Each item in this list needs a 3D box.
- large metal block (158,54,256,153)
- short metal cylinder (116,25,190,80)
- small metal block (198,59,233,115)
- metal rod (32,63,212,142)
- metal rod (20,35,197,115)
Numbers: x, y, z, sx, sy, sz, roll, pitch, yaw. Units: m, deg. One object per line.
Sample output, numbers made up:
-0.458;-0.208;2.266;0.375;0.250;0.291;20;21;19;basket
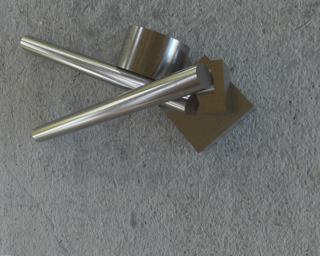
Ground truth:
0.057;-0.027;0.375;0.080;0.050;0.080;-43;76;16;large metal block
-0.009;-0.087;0.385;0.080;0.080;0.050;22;97;18;short metal cylinder
0.057;-0.040;0.320;0.025;0.050;0.050;-4;89;20;small metal block
-0.072;-0.019;0.378;0.300;0.025;0.025;-14;85;40;metal rod
-0.086;-0.079;0.409;0.300;0.025;0.025;24;98;29;metal rod
